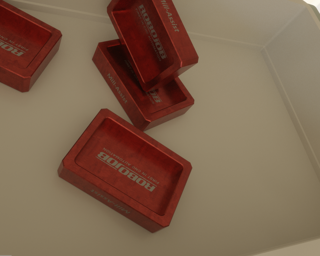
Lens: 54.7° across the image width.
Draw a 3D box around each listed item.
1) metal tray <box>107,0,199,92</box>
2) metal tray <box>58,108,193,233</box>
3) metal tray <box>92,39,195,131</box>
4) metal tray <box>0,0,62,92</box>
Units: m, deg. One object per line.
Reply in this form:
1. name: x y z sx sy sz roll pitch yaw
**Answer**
1. metal tray: -0.013 -0.122 0.398 0.030 0.090 0.129 -24 88 -37
2. metal tray: -0.035 0.047 0.355 0.130 0.030 0.090 33 51 -7
3. metal tray: -0.023 -0.067 0.432 0.091 0.030 0.130 -24 75 -37
4. metal tray: -0.196 -0.108 0.363 0.131 0.030 0.090 27 52 -12
